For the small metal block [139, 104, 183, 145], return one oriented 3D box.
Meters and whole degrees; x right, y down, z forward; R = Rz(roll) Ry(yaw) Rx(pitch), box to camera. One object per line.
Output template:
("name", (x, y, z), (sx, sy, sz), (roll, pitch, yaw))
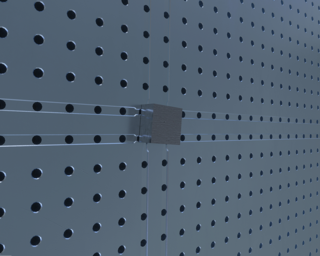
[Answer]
("small metal block", (0.002, -0.004, 0.412), (0.050, 0.025, 0.050), (6, 86, -40))
